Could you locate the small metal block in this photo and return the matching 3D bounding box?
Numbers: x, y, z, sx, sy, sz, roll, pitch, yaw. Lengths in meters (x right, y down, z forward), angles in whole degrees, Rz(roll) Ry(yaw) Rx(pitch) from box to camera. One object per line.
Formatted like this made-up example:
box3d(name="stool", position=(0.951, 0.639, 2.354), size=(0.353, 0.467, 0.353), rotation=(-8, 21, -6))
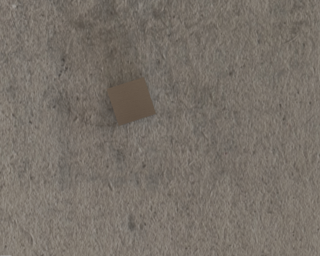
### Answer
box3d(name="small metal block", position=(-0.037, -0.034, 0.410), size=(0.050, 0.025, 0.050), rotation=(-18, 90, -1))
